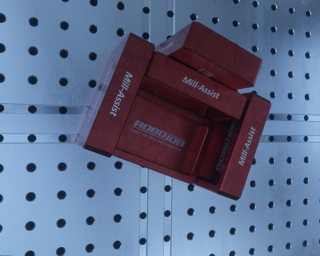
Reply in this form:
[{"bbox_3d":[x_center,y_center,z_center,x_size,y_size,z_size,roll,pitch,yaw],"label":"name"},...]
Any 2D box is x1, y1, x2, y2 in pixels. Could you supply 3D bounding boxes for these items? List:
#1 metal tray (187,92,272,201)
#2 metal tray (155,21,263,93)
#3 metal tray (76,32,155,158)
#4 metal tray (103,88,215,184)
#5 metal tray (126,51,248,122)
[{"bbox_3d":[0.088,0.021,0.409,0.030,0.090,0.130,23,83,-19],"label":"metal tray"},{"bbox_3d":[0.045,-0.075,0.372,0.090,0.130,0.030,24,83,-19],"label":"metal tray"},{"bbox_3d":[-0.055,-0.035,0.357,0.030,0.090,0.130,23,82,-19],"label":"metal tray"},{"bbox_3d":[0.000,0.011,0.409,0.131,0.030,0.090,23,82,-19],"label":"metal tray"},{"bbox_3d":[0.031,-0.046,0.389,0.131,0.090,0.030,23,83,-19],"label":"metal tray"}]
